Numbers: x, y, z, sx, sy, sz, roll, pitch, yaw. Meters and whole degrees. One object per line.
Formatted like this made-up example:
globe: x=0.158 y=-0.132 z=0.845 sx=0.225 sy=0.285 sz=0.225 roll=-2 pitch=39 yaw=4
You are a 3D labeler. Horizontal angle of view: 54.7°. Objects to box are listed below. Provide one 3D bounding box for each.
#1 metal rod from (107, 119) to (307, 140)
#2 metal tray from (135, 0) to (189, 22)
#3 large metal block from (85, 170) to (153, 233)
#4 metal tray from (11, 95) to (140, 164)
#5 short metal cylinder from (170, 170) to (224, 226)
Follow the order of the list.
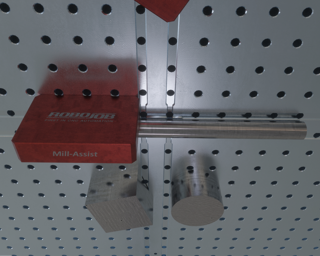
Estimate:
metal rod: x=0.040 y=0.001 z=0.412 sx=0.302 sy=0.025 sz=0.025 roll=1 pitch=130 yaw=-1
metal tray: x=0.010 y=-0.170 z=0.264 sx=0.090 sy=0.030 sz=0.129 roll=27 pitch=125 yaw=-22
large metal block: x=-0.061 y=0.119 z=0.496 sx=0.080 sy=0.050 sz=0.080 roll=-13 pitch=129 yaw=10
metal tray: x=-0.091 y=-0.001 z=0.366 sx=0.131 sy=0.090 sz=0.030 roll=1 pitch=130 yaw=-1
short metal cylinder: x=0.057 y=0.111 z=0.491 sx=0.081 sy=0.050 sz=0.079 roll=0 pitch=130 yaw=0
